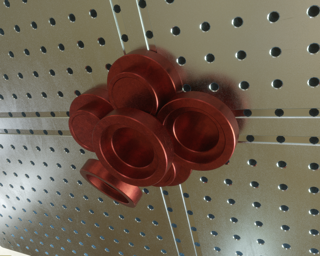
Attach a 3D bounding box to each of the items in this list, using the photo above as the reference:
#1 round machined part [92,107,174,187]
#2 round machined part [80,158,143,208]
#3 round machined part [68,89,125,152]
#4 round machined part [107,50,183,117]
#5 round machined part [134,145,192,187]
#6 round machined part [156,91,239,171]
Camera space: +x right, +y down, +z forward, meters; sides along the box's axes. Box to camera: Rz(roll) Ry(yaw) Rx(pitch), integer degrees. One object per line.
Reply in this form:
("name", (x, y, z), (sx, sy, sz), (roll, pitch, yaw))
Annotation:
("round machined part", (-0.028, 0.019, 0.372), (0.098, 0.042, 0.097), (13, 124, 21))
("round machined part", (-0.067, 0.075, 0.466), (0.098, 0.042, 0.098), (26, 154, 14))
("round machined part", (-0.091, -0.004, 0.447), (0.098, 0.042, 0.097), (13, 124, 21))
("round machined part", (-0.025, -0.044, 0.387), (0.098, 0.042, 0.097), (13, 124, 21))
("round machined part", (-0.003, 0.042, 0.428), (0.098, 0.042, 0.097), (13, 124, 21))
("round machined part", (0.047, 0.000, 0.375), (0.098, 0.042, 0.097), (13, 124, 21))
